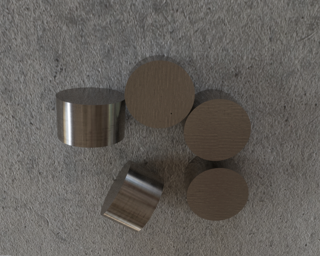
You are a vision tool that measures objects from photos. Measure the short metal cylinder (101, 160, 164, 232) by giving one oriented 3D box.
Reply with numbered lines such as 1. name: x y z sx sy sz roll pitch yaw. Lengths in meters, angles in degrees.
1. short metal cylinder: -0.037 0.090 0.413 0.050 0.080 0.080 30 107 -11

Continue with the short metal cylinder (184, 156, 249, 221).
1. short metal cylinder: 0.075 0.079 0.426 0.081 0.050 0.079 0 110 0

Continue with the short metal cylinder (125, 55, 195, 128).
1. short metal cylinder: -0.001 -0.045 0.378 0.081 0.050 0.079 -1 110 -2

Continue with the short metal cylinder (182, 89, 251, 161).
1. short metal cylinder: 0.069 -0.005 0.395 0.081 0.050 0.079 0 110 0

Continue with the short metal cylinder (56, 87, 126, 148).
1. short metal cylinder: -0.082 -0.015 0.374 0.081 0.080 0.050 4 110 -2
